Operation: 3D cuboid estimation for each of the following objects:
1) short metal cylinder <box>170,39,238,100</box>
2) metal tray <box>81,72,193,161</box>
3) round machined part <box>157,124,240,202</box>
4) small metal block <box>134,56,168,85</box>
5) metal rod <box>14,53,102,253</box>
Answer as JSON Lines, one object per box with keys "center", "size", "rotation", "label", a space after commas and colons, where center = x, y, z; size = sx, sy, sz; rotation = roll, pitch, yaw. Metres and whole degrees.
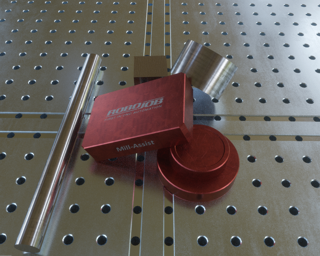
{"center": [0.061, -0.081, 0.433], "size": [0.080, 0.080, 0.050], "rotation": [35, 102, 25], "label": "short metal cylinder"}
{"center": [-0.026, -0.014, 0.383], "size": [0.130, 0.030, 0.090], "rotation": [-13, 47, 20], "label": "metal tray"}
{"center": [0.045, 0.034, 0.369], "size": [0.099, 0.042, 0.098], "rotation": [0, 50, 0], "label": "round machined part"}
{"center": [-0.015, -0.086, 0.480], "size": [0.050, 0.025, 0.050], "rotation": [-2, 50, -2], "label": "small metal block"}
{"center": [-0.119, 0.005, 0.401], "size": [0.025, 0.025, 0.300], "rotation": [4, 50, 3], "label": "metal rod"}
